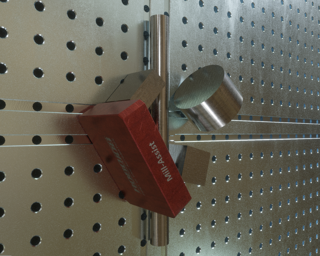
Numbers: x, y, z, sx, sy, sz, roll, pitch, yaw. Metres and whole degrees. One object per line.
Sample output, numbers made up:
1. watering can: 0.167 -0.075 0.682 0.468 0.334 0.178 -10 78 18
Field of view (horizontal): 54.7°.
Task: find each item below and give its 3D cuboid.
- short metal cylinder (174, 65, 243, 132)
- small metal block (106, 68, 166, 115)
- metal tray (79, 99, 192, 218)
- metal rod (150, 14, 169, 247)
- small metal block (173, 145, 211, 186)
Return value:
1. short metal cylinder: 0.067 -0.041 0.431 0.050 0.080 0.080 46 63 -31
2. small metal block: -0.029 -0.042 0.369 0.025 0.050 0.050 49 61 -29
3. metal tray: -0.028 0.034 0.344 0.030 0.090 0.129 -40 115 -33
4. metal rod: -0.001 0.003 0.410 0.025 0.025 0.298 0 90 -40
5. small metal block: 0.043 0.054 0.449 0.050 0.025 0.050 19 78 -39
